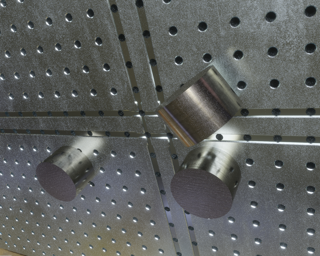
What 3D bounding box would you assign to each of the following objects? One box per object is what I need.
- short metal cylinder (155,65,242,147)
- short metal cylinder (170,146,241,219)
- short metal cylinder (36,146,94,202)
[{"bbox_3d":[0.041,-0.024,0.338,0.080,0.080,0.050,-34,99,38],"label":"short metal cylinder"},{"bbox_3d":[0.061,0.071,0.406,0.080,0.050,0.079,13,124,20],"label":"short metal cylinder"},{"bbox_3d":[-0.160,0.077,0.524,0.080,0.050,0.079,13,124,20],"label":"short metal cylinder"}]
